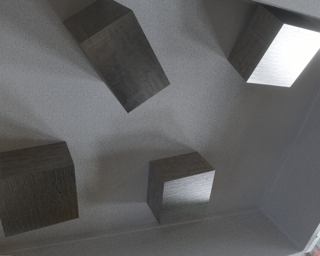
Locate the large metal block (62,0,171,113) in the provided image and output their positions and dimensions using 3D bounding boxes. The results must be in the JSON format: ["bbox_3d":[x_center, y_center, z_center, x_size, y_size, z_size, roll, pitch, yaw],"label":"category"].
[{"bbox_3d":[-0.043,-0.074,0.304,0.050,0.080,0.080,-35,129,-5],"label":"large metal block"}]

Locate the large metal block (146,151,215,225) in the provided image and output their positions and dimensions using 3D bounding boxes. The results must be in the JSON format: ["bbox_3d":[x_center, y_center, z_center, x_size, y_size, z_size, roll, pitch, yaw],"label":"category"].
[{"bbox_3d":[0.029,0.088,0.463,0.081,0.050,0.079,-9,123,-24],"label":"large metal block"}]

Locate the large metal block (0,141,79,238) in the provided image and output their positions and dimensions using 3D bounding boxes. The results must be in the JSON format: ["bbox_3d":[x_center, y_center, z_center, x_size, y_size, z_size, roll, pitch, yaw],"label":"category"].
[{"bbox_3d":[-0.142,0.068,0.357,0.081,0.050,0.079,-10,123,-23],"label":"large metal block"}]

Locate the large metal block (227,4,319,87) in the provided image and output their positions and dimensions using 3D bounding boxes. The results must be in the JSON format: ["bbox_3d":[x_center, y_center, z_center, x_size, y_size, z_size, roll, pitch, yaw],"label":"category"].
[{"bbox_3d":[0.149,-0.102,0.397,0.081,0.050,0.079,1,134,-29],"label":"large metal block"}]
